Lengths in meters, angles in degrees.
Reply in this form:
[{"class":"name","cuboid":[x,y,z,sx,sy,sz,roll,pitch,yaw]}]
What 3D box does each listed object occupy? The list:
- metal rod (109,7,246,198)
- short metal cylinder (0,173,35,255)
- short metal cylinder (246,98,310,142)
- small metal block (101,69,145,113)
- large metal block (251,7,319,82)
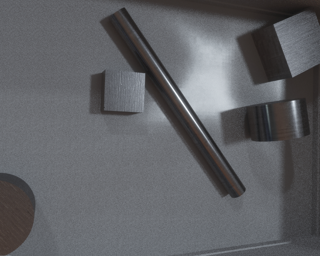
[{"class":"metal rod","cuboid":[0.030,-0.025,0.422,0.025,0.025,0.299,-39,103,-16]},{"class":"short metal cylinder","cuboid":[-0.178,0.091,0.332,0.081,0.050,0.079,0,90,-21]},{"class":"short metal cylinder","cuboid":[0.169,-0.012,0.446,0.081,0.080,0.050,-11,94,-20]},{"class":"small metal block","cuboid":[-0.047,-0.045,0.394,0.050,0.025,0.050,2,89,-21]},{"class":"large metal block","cuboid":[0.199,-0.125,0.473,0.081,0.050,0.080,-27,99,-18]}]
